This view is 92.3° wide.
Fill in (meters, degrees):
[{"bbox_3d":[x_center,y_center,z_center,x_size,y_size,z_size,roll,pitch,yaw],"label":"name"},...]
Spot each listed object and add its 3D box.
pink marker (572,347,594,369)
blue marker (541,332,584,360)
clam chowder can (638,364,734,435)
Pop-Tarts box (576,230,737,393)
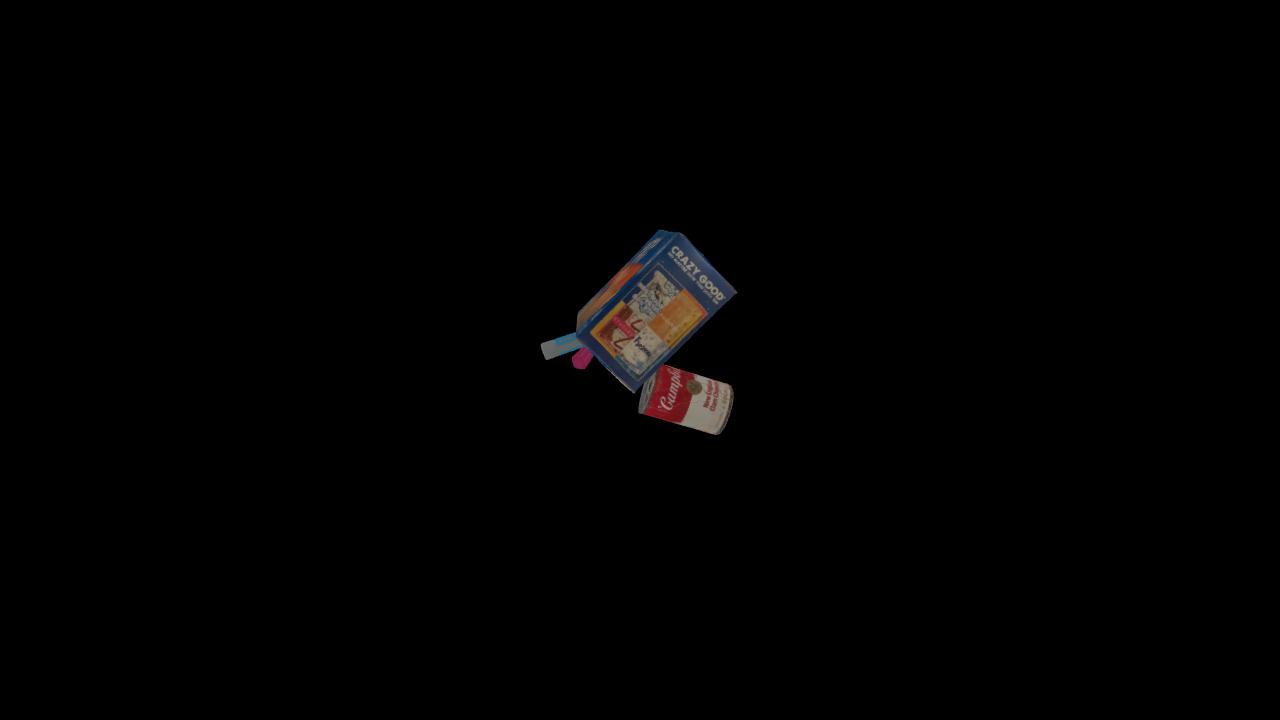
[{"bbox_3d":[-0.044,-0.029,0.708,0.020,0.020,0.121,0,35,31],"label":"pink marker"},{"bbox_3d":[-0.047,-0.028,0.662,0.121,0.020,0.020,-20,5,-14],"label":"blue marker"},{"bbox_3d":[0.056,0.048,0.761,0.102,0.068,0.068,17,-2,-8],"label":"clam chowder can"},{"bbox_3d":[0.008,-0.060,0.653,0.083,0.141,0.167,44,6,-13],"label":"Pop-Tarts box"}]
